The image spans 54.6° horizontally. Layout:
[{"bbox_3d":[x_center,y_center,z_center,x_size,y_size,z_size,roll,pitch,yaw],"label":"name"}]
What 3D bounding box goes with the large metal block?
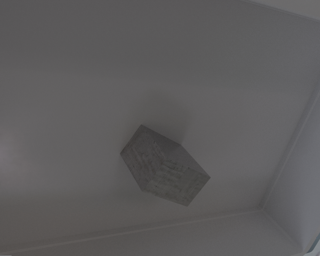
[{"bbox_3d":[0.005,0.049,0.406,0.080,0.080,0.050,28,103,-38],"label":"large metal block"}]
